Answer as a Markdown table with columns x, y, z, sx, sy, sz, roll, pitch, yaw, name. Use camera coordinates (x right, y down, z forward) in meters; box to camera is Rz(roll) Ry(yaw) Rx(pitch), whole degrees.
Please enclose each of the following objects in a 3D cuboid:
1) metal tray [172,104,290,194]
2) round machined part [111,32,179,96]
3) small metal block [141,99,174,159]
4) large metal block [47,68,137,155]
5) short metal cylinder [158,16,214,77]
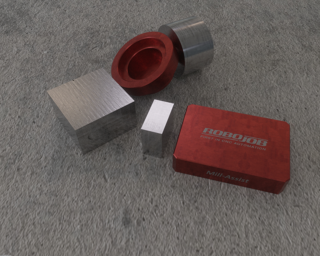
| x | y | z | sx | sy | sz | roll | pitch | yaw | name |
| --- | --- | --- | --- | --- | --- | --- | --- | --- | --- |
| 0.089 | 0.022 | 0.382 | 0.131 | 0.030 | 0.090 | 12 | 51 | 9 | metal tray |
| -0.018 | -0.088 | 0.449 | 0.098 | 0.042 | 0.098 | -13 | 59 | 22 | round machined part |
| -0.002 | 0.001 | 0.386 | 0.025 | 0.050 | 0.050 | 13 | 51 | 11 | small metal block |
| -0.088 | -0.024 | 0.407 | 0.081 | 0.050 | 0.080 | -29 | 56 | -22 | large metal block |
| 0.037 | -0.123 | 0.471 | 0.050 | 0.080 | 0.080 | -24 | 54 | -19 | short metal cylinder |
